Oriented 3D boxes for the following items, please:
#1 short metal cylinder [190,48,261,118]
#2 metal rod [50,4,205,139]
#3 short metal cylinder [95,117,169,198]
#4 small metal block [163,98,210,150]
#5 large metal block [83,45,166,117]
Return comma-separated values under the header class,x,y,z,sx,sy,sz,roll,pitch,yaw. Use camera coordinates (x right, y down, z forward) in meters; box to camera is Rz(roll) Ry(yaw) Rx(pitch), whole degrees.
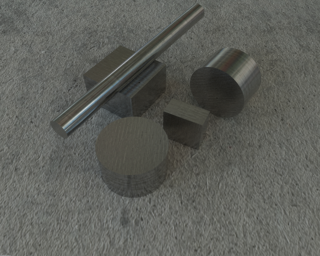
class,x,y,z,sx,sy,sz,roll,pitch,yaw
short metal cylinder,0.088,-0.061,0.420,0.080,0.080,0.050,30,56,22
metal rod,-0.024,-0.092,0.415,0.025,0.025,0.301,28,55,21
short metal cylinder,-0.031,0.033,0.359,0.081,0.050,0.080,0,50,0
small metal block,0.032,-0.004,0.391,0.050,0.050,0.025,21,53,16
large metal block,-0.047,-0.063,0.440,0.080,0.050,0.080,27,55,20
